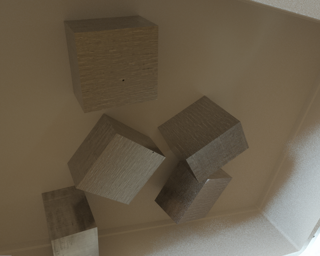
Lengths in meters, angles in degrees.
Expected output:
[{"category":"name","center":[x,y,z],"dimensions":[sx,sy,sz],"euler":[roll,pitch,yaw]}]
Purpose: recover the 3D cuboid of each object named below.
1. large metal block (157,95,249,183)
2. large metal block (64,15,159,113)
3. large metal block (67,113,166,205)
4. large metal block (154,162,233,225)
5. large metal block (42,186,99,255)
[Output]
[{"category":"large metal block","center":[0.056,0.012,0.413],"dimensions":[0.080,0.080,0.050],"euler":[-34,129,-6]},{"category":"large metal block","center":[-0.049,-0.069,0.324],"dimensions":[0.081,0.050,0.079],"euler":[-13,124,-22]},{"category":"large metal block","center":[-0.055,0.041,0.389],"dimensions":[0.080,0.050,0.080],"euler":[30,102,-38]},{"category":"large metal block","center":[0.052,0.092,0.465],"dimensions":[0.080,0.050,0.080],"euler":[11,114,-53]},{"category":"large metal block","center":[-0.114,0.132,0.394],"dimensions":[0.050,0.080,0.079],"euler":[-10,123,-23]}]
